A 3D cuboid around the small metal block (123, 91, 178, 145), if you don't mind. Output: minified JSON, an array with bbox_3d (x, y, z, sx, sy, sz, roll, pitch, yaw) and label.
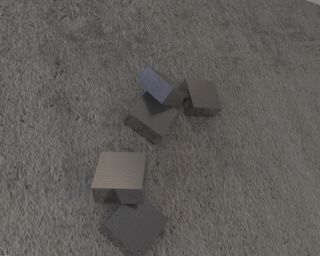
[{"bbox_3d":[-0.012,-0.014,0.406,0.050,0.025,0.050,36,51,-4],"label":"small metal block"}]

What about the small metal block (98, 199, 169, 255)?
[{"bbox_3d":[-0.028,0.102,0.326,0.050,0.025,0.050,42,51,0],"label":"small metal block"}]

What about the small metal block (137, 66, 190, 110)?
[{"bbox_3d":[0.005,-0.053,0.415,0.050,0.025,0.050,44,16,25],"label":"small metal block"}]

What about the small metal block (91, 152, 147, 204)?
[{"bbox_3d":[-0.041,0.052,0.329,0.050,0.025,0.050,1,41,4],"label":"small metal block"}]

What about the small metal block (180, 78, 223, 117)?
[{"bbox_3d":[0.059,-0.045,0.463,0.050,0.025,0.050,2,61,-27],"label":"small metal block"}]
